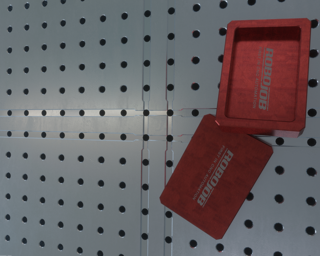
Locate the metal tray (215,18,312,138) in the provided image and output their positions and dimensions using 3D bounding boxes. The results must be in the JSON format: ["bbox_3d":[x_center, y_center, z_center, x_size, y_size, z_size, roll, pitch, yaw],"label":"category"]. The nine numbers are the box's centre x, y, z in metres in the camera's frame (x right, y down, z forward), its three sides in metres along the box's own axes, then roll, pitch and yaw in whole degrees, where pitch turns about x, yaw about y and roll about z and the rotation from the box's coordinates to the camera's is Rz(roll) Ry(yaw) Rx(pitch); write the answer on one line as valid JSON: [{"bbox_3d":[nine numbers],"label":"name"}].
[{"bbox_3d":[0.117,-0.058,0.350,0.090,0.030,0.129,5,76,19],"label":"metal tray"}]

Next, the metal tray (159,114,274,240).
[{"bbox_3d":[0.069,0.058,0.386,0.090,0.030,0.129,30,100,17],"label":"metal tray"}]
